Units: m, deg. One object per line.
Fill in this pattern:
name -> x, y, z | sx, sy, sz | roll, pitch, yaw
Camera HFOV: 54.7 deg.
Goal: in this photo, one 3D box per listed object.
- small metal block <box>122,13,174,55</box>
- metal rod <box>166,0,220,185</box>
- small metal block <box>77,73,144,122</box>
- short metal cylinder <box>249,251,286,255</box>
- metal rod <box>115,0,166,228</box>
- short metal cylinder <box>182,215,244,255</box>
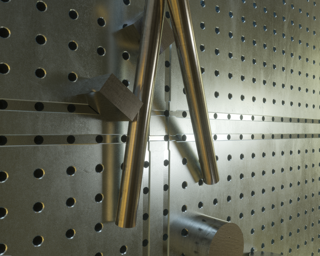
small metal block -> -0.012, -0.121, 0.398 | 0.050, 0.025, 0.050 | -49, 119, -29
metal rod -> 0.046, -0.049, 0.408 | 0.025, 0.025, 0.298 | -35, 124, -34
small metal block -> -0.056, -0.032, 0.346 | 0.050, 0.050, 0.025 | 44, 64, -31
short metal cylinder -> 0.194, 0.253, 0.537 | 0.081, 0.080, 0.050 | 9, 84, -40
metal rod -> -0.021, -0.031, 0.369 | 0.025, 0.025, 0.298 | 6, 93, -40
short metal cylinder -> 0.080, 0.175, 0.460 | 0.081, 0.050, 0.079 | 0, 90, -40
